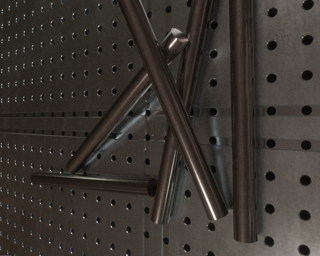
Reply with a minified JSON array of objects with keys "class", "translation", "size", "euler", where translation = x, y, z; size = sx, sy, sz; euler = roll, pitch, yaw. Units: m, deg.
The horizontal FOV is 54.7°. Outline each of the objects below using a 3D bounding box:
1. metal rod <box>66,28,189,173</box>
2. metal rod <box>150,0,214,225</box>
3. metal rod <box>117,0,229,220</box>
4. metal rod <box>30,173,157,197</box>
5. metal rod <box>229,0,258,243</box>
[{"class":"metal rod","translation":[-0.063,-0.020,0.442],"size":[0.299,0.025,0.025],"euler":[-45,63,36]},{"class":"metal rod","translation":[0.027,-0.024,0.385],"size":[0.025,0.025,0.298],"euler":[17,101,38]},{"class":"metal rod","translation":[0.009,-0.038,0.352],"size":[0.025,0.025,0.299],"euler":[-22,91,37]},{"class":"metal rod","translation":[-0.125,0.089,0.509],"size":[0.300,0.025,0.025],"euler":[-5,87,39]},{"class":"metal rod","translation":[0.089,-0.030,0.334],"size":[0.025,0.025,0.298],"euler":[-2,89,39]}]
